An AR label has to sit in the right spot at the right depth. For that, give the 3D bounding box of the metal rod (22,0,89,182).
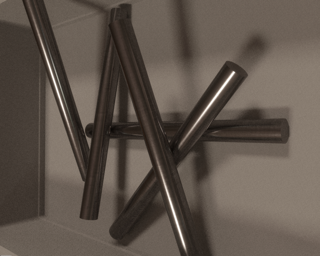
[{"bbox_3d":[-0.140,-0.055,0.442,0.025,0.025,0.298,9,120,39],"label":"metal rod"}]

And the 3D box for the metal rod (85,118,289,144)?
[{"bbox_3d":[0.007,0.004,0.399,0.300,0.025,0.025,0,90,39],"label":"metal rod"}]

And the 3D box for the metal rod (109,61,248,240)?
[{"bbox_3d":[0.005,0.048,0.376,0.025,0.025,0.298,52,127,27],"label":"metal rod"}]

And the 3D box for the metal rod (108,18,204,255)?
[{"bbox_3d":[0.001,0.030,0.341,0.025,0.025,0.298,-14,95,39],"label":"metal rod"}]

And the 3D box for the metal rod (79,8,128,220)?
[{"bbox_3d":[-0.079,-0.023,0.440,0.025,0.025,0.298,3,83,39],"label":"metal rod"}]
